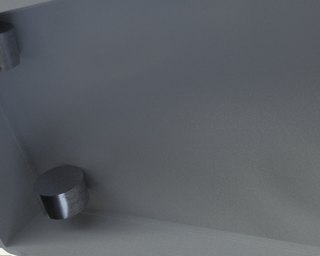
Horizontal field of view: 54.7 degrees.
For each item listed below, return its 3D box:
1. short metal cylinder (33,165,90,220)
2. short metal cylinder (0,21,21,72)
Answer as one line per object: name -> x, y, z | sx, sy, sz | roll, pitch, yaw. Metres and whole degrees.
short metal cylinder -> -0.165, 0.107, 0.524 | 0.080, 0.080, 0.050 | 8, 122, 24
short metal cylinder -> -0.241, -0.113, 0.427 | 0.080, 0.080, 0.050 | 16, 125, 19
